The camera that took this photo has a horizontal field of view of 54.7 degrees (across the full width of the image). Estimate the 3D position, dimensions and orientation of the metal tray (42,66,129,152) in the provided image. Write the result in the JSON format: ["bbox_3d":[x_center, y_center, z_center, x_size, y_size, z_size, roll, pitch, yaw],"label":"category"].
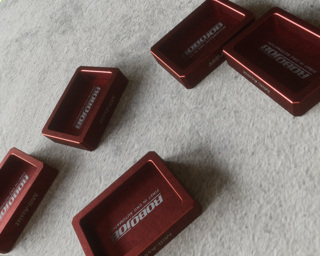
[{"bbox_3d":[-0.115,-0.034,0.479,0.090,0.030,0.130,10,66,32],"label":"metal tray"}]

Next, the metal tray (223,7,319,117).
[{"bbox_3d":[0.151,-0.084,0.372,0.090,0.030,0.130,-39,51,1],"label":"metal tray"}]

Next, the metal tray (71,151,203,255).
[{"bbox_3d":[-0.029,0.100,0.353,0.130,0.030,0.090,-41,51,-1],"label":"metal tray"}]

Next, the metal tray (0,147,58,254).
[{"bbox_3d":[-0.218,0.100,0.450,0.090,0.030,0.130,17,70,34],"label":"metal tray"}]

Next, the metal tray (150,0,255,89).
[{"bbox_3d":[0.061,-0.126,0.444,0.130,0.030,0.090,-41,51,0],"label":"metal tray"}]
